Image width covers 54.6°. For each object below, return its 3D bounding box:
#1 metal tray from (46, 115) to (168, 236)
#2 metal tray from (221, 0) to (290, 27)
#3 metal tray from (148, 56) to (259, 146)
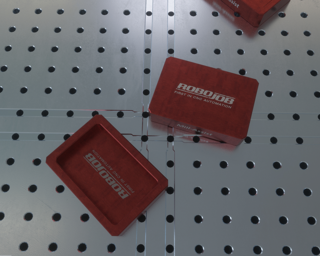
[{"bbox_3d":[-0.065,0.057,0.387,0.130,0.030,0.090,43,75,14],"label":"metal tray"},{"bbox_3d":[0.138,-0.232,0.494,0.090,0.030,0.130,-41,75,-14],"label":"metal tray"},{"bbox_3d":[0.059,-0.038,0.423,0.130,0.030,0.090,16,71,6],"label":"metal tray"}]
